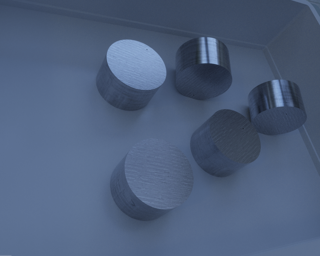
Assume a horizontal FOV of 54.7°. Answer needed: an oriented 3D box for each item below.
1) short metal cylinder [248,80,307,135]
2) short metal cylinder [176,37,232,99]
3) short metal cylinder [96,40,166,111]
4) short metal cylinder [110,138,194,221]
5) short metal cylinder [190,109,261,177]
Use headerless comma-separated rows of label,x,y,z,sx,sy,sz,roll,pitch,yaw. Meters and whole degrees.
short metal cylinder,0.182,-0.031,0.487,0.081,0.080,0.050,15,56,-20
short metal cylinder,0.063,-0.086,0.457,0.081,0.080,0.050,14,56,-20
short metal cylinder,-0.039,-0.069,0.411,0.081,0.050,0.080,14,56,-21
short metal cylinder,-0.010,0.058,0.349,0.081,0.050,0.080,14,56,-21
short metal cylinder,0.089,0.021,0.424,0.081,0.050,0.080,14,56,-21
